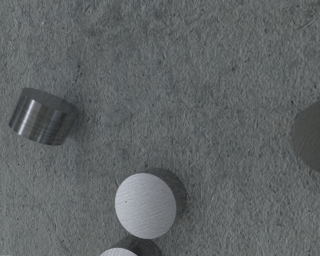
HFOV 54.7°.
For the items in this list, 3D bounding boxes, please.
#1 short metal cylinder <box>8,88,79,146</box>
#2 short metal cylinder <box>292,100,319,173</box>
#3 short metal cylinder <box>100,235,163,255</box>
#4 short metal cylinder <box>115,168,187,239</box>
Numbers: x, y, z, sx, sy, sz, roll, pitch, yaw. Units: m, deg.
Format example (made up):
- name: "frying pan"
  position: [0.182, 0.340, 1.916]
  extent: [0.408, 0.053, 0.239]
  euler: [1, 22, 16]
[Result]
- name: "short metal cylinder"
  position: [-0.163, -0.017, 0.437]
  extent: [0.080, 0.080, 0.050]
  euler: [30, 100, 17]
- name: "short metal cylinder"
  position: [0.185, 0.009, 0.330]
  extent: [0.080, 0.050, 0.080]
  euler: [0, 90, 20]
- name: "short metal cylinder"
  position: [-0.040, 0.189, 0.410]
  extent: [0.080, 0.050, 0.080]
  euler: [0, 90, 20]
- name: "short metal cylinder"
  position: [-0.010, 0.094, 0.399]
  extent: [0.080, 0.050, 0.080]
  euler: [0, 90, 20]
